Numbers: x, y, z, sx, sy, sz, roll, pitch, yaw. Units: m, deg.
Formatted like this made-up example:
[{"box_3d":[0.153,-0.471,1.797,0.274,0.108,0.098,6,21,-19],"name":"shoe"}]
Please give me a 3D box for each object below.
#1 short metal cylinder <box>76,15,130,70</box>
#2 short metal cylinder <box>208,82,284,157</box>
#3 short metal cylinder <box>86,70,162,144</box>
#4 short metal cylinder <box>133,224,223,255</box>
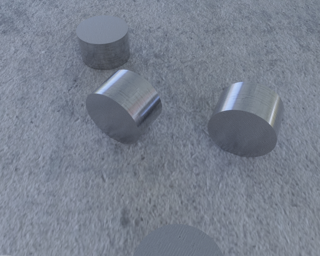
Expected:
[{"box_3d":[-0.090,-0.139,0.503,0.081,0.050,0.080,0,50,0],"name":"short metal cylinder"},{"box_3d":[0.104,-0.009,0.377,0.080,0.080,0.050,18,53,14],"name":"short metal cylinder"},{"box_3d":[-0.045,-0.026,0.389,0.080,0.080,0.050,26,55,19],"name":"short metal cylinder"},{"box_3d":[0.016,0.134,0.275,0.081,0.050,0.080,0,50,0],"name":"short metal cylinder"}]
